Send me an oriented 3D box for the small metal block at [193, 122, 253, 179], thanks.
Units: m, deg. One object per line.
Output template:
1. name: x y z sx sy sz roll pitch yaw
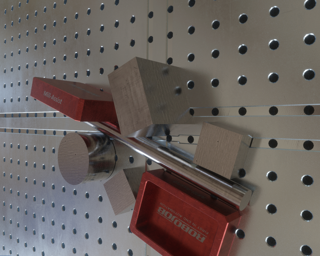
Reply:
1. small metal block: 0.070 0.024 0.351 0.050 0.025 0.050 22 104 38

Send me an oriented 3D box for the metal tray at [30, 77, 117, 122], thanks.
1. metal tray: -0.120 -0.043 0.465 0.130 0.091 0.030 24 105 37

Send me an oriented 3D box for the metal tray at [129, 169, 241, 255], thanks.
1. metal tray: 0.025 0.117 0.385 0.130 0.030 0.089 23 105 37

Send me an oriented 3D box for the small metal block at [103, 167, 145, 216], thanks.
1. small metal block: -0.050 0.092 0.452 0.050 0.025 0.050 -39 66 33

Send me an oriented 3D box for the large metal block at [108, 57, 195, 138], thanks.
1. large metal block: -0.010 -0.034 0.383 0.050 0.081 0.080 -23 75 38

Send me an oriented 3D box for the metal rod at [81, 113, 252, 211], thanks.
1. metal rod: -0.017 0.027 0.423 0.300 0.025 0.025 25 106 37

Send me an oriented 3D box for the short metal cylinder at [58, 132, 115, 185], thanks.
1. short metal cylinder: -0.116 0.046 0.488 0.080 0.050 0.080 0 90 40
